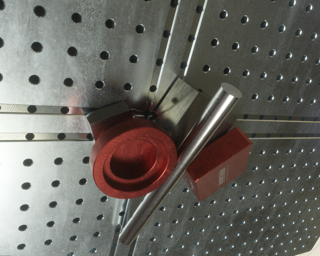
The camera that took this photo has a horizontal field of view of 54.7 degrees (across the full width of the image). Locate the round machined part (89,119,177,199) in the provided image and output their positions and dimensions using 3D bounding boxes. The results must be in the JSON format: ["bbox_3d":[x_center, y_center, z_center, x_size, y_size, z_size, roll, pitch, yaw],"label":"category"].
[{"bbox_3d":[-0.033,0.032,0.362,0.099,0.042,0.097,-12,124,-18],"label":"round machined part"}]

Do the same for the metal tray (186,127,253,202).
[{"bbox_3d":[0.084,0.058,0.453,0.090,0.030,0.130,-33,154,-6],"label":"metal tray"}]

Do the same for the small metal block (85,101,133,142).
[{"bbox_3d":[-0.058,0.001,0.377,0.050,0.025,0.050,-20,126,-17],"label":"small metal block"}]

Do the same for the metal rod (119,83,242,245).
[{"bbox_3d":[0.010,0.067,0.402,0.025,0.025,0.298,6,131,-31],"label":"metal rod"}]

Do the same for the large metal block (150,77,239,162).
[{"bbox_3d":[0.041,-0.007,0.409,0.080,0.050,0.080,25,105,-37],"label":"large metal block"}]
